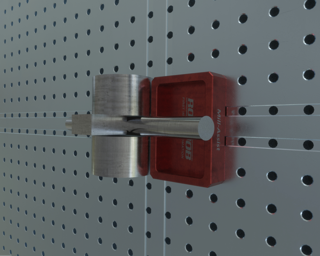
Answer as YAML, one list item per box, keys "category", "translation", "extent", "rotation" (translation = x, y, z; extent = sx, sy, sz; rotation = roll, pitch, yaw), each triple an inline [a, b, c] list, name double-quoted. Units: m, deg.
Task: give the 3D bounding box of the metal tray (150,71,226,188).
- category: "metal tray"
  translation: [0.032, 0.001, 0.379]
  extent: [0.090, 0.030, 0.129]
  rotation: [2, 91, 40]

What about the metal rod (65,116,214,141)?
- category: "metal rod"
  translation: [-0.053, -0.003, 0.422]
  extent: [0.300, 0.025, 0.025]
  rotation: [2, 92, 49]

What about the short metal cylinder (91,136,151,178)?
- category: "short metal cylinder"
  translation: [-0.051, 0.035, 0.415]
  extent: [0.080, 0.081, 0.050]
  rotation: [2, 92, 40]

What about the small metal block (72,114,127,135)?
- category: "small metal block"
  translation: [-0.078, -0.004, 0.395]
  extent: [0.050, 0.050, 0.025]
  rotation: [1, 91, 48]

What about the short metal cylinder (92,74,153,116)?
- category: "short metal cylinder"
  translation: [-0.049, -0.041, 0.412]
  extent: [0.080, 0.081, 0.050]
  rotation: [1, 91, 40]
